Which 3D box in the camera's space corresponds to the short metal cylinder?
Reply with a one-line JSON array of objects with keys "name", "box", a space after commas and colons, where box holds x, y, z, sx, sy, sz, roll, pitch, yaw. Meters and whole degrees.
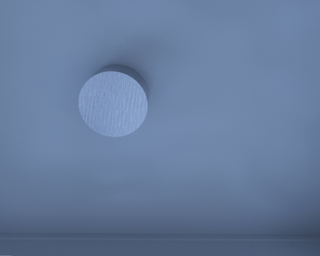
[{"name": "short metal cylinder", "box": [-0.055, -0.035, 0.384, 0.081, 0.050, 0.079, 0, 110, -1]}]
